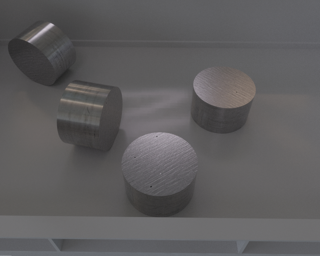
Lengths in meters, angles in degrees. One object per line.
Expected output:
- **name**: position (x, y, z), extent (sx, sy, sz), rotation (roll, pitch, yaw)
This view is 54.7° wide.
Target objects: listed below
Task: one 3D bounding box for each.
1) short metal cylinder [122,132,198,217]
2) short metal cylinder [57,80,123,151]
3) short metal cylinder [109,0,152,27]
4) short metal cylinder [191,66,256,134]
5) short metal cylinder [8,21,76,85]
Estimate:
- **short metal cylinder**: position (0.000, 0.051, 0.345), extent (0.080, 0.050, 0.080), rotation (0, 50, 0)
- **short metal cylinder**: position (-0.083, -0.016, 0.382), extent (0.050, 0.080, 0.080), rotation (11, 51, 9)
- **short metal cylinder**: position (-0.055, -0.236, 0.589), extent (0.080, 0.050, 0.080), rotation (0, 50, 0)
- **short metal cylinder**: position (0.084, -0.039, 0.422), extent (0.080, 0.050, 0.080), rotation (0, 50, 0)
- **short metal cylinder**: position (-0.174, -0.111, 0.461), extent (0.080, 0.080, 0.050), rotation (20, 53, 16)
